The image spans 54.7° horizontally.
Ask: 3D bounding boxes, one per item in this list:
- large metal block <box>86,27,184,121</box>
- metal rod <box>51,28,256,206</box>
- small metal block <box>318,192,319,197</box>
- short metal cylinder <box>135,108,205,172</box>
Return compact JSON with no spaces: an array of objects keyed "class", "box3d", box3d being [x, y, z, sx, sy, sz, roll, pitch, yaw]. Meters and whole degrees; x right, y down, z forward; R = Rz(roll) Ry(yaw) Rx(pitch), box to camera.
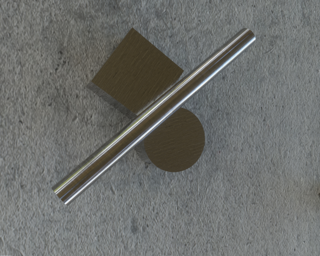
[{"class":"large metal block","box3d":[-0.032,-0.061,0.384,0.080,0.050,0.080,37,78,-16]},{"class":"metal rod","box3d":[0.007,-0.025,0.358,0.301,0.025,0.025,-41,103,-18]},{"class":"small metal block","box3d":[0.300,0.121,0.507,0.050,0.050,0.025,45,76,-15]},{"class":"short metal cylinder","box3d":[0.010,0.014,0.400,0.081,0.050,0.080,0,90,-20]}]
